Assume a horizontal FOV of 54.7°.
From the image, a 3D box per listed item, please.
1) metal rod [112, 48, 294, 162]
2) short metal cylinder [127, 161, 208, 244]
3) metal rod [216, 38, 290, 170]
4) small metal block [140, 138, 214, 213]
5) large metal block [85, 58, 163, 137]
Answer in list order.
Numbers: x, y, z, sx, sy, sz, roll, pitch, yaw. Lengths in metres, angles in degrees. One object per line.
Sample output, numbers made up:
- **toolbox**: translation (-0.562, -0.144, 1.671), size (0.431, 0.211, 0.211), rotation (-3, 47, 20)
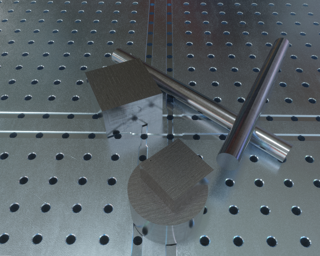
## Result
- **metal rod**: translation (0.044, -0.044, 0.444), size (0.300, 0.025, 0.025), rotation (33, 58, 25)
- **short metal cylinder**: translation (0.008, 0.075, 0.329), size (0.081, 0.050, 0.080), rotation (0, 50, 0)
- **metal rod**: translation (0.140, -0.053, 0.429), size (0.025, 0.025, 0.301), rotation (22, 46, 17)
- **small metal block**: translation (0.016, 0.045, 0.305), size (0.050, 0.025, 0.050), rotation (-33, 57, -25)
- **large metal block**: translation (-0.050, -0.044, 0.428), size (0.081, 0.050, 0.080), rotation (-19, 53, -15)
